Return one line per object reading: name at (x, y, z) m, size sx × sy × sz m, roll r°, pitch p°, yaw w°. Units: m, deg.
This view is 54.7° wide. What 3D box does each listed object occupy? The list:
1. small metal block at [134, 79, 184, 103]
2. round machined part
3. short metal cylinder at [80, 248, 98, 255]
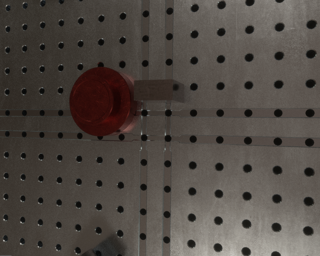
small metal block at (0.000, -0.046, 0.399) m, size 0.050 × 0.050 × 0.025 m, roll 1°, pitch 91°, yaw 19°
round machined part at (-0.086, -0.037, 0.433) m, size 0.098 × 0.042 × 0.097 m, roll 0°, pitch 90°, yaw 19°
short metal cylinder at (-0.112, 0.211, 0.421) m, size 0.080 × 0.080 × 0.050 m, roll -44°, pitch 77°, yaw 14°
